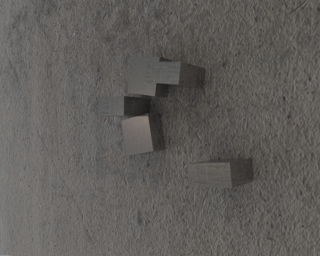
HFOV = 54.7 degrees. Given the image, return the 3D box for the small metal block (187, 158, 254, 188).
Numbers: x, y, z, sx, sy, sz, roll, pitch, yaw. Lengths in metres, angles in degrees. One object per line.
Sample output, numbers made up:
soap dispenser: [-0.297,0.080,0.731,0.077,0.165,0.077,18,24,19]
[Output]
small metal block: [0.066,0.048,0.334,0.050,0.050,0.025,-7,86,40]

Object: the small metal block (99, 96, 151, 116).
small metal block: [-0.049,-0.029,0.429,0.050,0.050,0.025,1,90,40]

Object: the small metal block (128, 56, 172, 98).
small metal block: [-0.014,-0.069,0.417,0.050,0.025,0.050,12,98,39]

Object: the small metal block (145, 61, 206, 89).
small metal block: [0.019,-0.064,0.373,0.050,0.050,0.025,11,97,39]

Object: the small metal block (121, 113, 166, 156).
small metal block: [-0.023,0.009,0.424,0.050,0.025,0.050,-14,82,39]
